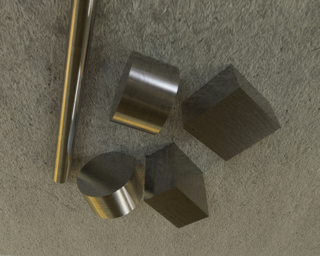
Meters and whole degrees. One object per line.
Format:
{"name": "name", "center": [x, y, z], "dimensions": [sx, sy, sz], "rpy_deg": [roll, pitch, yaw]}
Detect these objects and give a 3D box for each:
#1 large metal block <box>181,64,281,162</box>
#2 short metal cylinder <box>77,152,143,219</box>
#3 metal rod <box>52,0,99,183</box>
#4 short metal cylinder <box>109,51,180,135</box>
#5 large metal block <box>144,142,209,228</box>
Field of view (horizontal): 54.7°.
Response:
{"name": "large metal block", "center": [0.084, -0.016, 0.378], "dimensions": [0.080, 0.050, 0.080], "rpy_deg": [37, 121, -27]}
{"name": "short metal cylinder", "center": [-0.069, 0.080, 0.438], "dimensions": [0.080, 0.080, 0.050], "rpy_deg": [-10, 130, 8]}
{"name": "metal rod", "center": [-0.107, -0.035, 0.376], "dimensions": [0.025, 0.025, 0.298], "rpy_deg": [13, 129, -11]}
{"name": "short metal cylinder", "center": [-0.019, -0.038, 0.339], "dimensions": [0.050, 0.080, 0.079], "rpy_deg": [18, 128, -15]}
{"name": "large metal block", "center": [0.023, 0.082, 0.441], "dimensions": [0.050, 0.080, 0.080], "rpy_deg": [-29, 125, 22]}
